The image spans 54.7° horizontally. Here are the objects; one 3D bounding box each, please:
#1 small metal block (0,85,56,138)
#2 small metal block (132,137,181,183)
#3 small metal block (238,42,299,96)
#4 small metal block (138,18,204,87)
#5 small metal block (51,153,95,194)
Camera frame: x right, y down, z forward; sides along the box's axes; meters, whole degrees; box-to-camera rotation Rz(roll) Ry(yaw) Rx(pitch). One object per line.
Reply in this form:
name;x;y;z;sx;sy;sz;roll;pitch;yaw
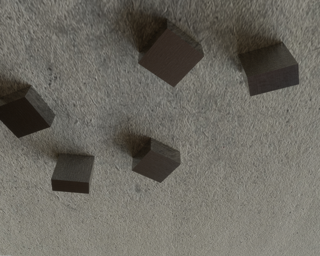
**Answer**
small metal block;-0.170;-0.020;0.389;0.050;0.025;0.050;-18;128;14
small metal block;-0.006;0.048;0.448;0.050;0.025;0.050;27;125;-22
small metal block;0.116;-0.065;0.337;0.050;0.050;0.025;-14;129;11
small metal block;0.012;-0.081;0.339;0.050;0.025;0.050;31;124;-24
small metal block;-0.123;0.065;0.445;0.050;0.050;0.025;6;130;-6
